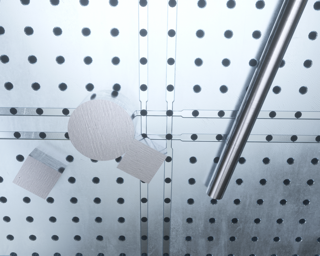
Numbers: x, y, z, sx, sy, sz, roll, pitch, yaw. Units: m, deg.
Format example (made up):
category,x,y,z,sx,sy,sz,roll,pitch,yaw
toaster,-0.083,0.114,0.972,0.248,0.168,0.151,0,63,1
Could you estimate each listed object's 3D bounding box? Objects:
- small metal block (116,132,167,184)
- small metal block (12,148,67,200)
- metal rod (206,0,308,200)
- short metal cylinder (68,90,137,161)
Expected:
category,x,y,z,sx,sy,sz,roll,pitch,yaw
small metal block,-0.025,0.041,0.428,0.050,0.025,0.050,29,107,-11
small metal block,-0.168,0.064,0.436,0.050,0.025,0.050,33,107,-12
metal rod,0.122,-0.037,0.400,0.025,0.025,0.298,16,109,-6
short metal cylinder,-0.071,-0.005,0.398,0.081,0.050,0.079,0,110,0
